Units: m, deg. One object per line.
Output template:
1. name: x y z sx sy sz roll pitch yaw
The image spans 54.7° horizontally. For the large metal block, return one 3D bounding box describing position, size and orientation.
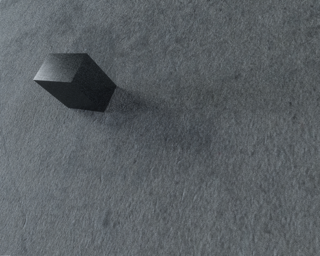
1. large metal block: -0.128 -0.069 0.476 0.080 0.080 0.050 8 66 31
